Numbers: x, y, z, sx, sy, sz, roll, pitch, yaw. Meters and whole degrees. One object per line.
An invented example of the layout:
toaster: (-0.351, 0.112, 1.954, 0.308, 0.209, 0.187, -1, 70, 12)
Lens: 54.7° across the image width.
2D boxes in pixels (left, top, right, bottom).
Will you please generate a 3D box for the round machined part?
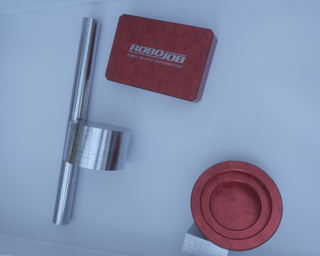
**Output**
round machined part: (0.087, 0.090, 0.358, 0.098, 0.042, 0.098, -4, 65, 10)

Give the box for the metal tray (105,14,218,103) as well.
metal tray: (0.000, -0.092, 0.407, 0.130, 0.030, 0.089, 17, 95, 18)

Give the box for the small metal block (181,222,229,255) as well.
small metal block: (0.059, 0.138, 0.375, 0.050, 0.050, 0.025, 15, 98, 19)

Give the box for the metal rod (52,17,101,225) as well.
metal rod: (-0.122, -0.008, 0.452, 0.025, 0.025, 0.298, 11, 93, 19)

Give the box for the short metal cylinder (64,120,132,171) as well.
short metal cylinder: (-0.082, 0.021, 0.409, 0.080, 0.080, 0.050, 12, 94, 19)
